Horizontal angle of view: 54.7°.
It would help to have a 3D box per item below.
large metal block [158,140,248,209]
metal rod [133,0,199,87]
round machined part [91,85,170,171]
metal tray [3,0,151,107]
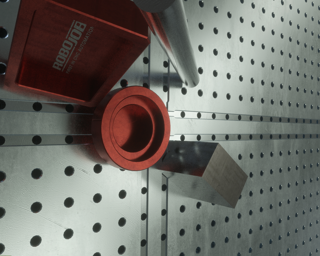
[{"bbox_3d":[0.059,0.062,0.426,0.080,0.080,0.050,45,63,-31],"label":"large metal block"},{"bbox_3d":[0.021,-0.071,0.306,0.300,0.025,0.025,0,91,-81],"label":"metal rod"},{"bbox_3d":[-0.038,0.000,0.368,0.099,0.042,0.097,0,90,-40],"label":"round machined part"},{"bbox_3d":[-0.076,-0.065,0.265,0.091,0.129,0.030,13,63,-27],"label":"metal tray"}]
